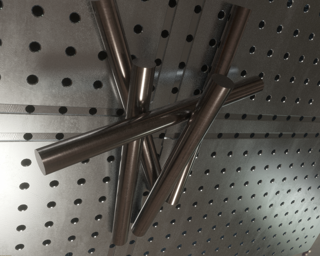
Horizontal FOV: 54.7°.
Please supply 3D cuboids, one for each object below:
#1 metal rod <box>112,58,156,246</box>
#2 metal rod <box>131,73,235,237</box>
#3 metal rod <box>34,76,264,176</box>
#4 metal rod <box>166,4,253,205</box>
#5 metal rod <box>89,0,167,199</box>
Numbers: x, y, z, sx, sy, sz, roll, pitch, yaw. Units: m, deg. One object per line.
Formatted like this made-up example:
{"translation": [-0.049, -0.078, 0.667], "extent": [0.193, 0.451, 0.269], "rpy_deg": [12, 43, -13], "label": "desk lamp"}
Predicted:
{"translation": [-0.040, 0.054, 0.403], "extent": [0.025, 0.025, 0.298], "rpy_deg": [-7, 128, -25], "label": "metal rod"}
{"translation": [0.015, 0.058, 0.403], "extent": [0.025, 0.025, 0.298], "rpy_deg": [-1, 136, -28], "label": "metal rod"}
{"translation": [0.014, -0.015, 0.352], "extent": [0.302, 0.025, 0.025], "rpy_deg": [-21, 128, -32], "label": "metal rod"}
{"translation": [0.059, -0.016, 0.435], "extent": [0.025, 0.025, 0.298], "rpy_deg": [3, 117, -30], "label": "metal rod"}
{"translation": [-0.028, -0.011, 0.390], "extent": [0.025, 0.025, 0.298], "rpy_deg": [-24, 128, -14], "label": "metal rod"}
